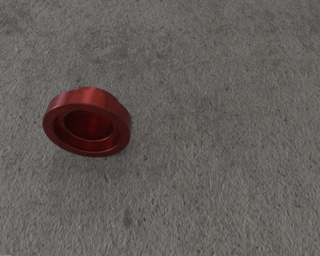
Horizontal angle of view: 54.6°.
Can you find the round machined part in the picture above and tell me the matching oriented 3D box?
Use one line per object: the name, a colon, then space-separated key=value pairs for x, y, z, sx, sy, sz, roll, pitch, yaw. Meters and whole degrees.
round machined part: x=-0.082 y=-0.010 z=0.364 sx=0.099 sy=0.098 sz=0.042 roll=2 pitch=50 yaw=1
